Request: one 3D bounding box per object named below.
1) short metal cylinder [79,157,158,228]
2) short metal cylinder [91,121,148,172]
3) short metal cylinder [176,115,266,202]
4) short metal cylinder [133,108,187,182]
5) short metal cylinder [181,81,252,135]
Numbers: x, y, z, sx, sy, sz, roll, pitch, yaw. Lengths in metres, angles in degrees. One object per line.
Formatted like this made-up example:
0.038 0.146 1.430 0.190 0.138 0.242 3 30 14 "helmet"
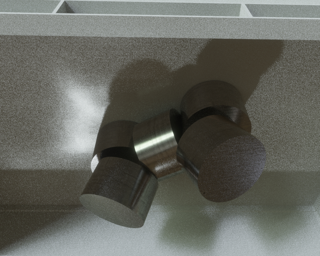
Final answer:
-0.048 0.078 0.372 0.080 0.050 0.080 15 145 12 "short metal cylinder"
-0.049 0.037 0.421 0.081 0.050 0.079 0 130 0 "short metal cylinder"
0.065 0.032 0.333 0.081 0.050 0.079 -11 120 -19 "short metal cylinder"
0.009 0.022 0.389 0.050 0.080 0.080 -23 127 18 "short metal cylinder"
0.067 -0.011 0.382 0.081 0.050 0.079 0 130 0 "short metal cylinder"
